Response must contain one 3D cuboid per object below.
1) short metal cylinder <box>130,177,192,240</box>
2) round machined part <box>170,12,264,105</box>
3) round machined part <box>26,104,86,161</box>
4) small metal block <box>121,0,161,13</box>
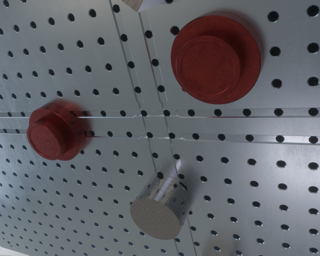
[{"bbox_3d":[0.002,0.121,0.469,0.080,0.050,0.079,13,124,21],"label":"short metal cylinder"},{"bbox_3d":[0.056,-0.069,0.328,0.098,0.042,0.097,13,124,21],"label":"round machined part"},{"bbox_3d":[-0.174,0.013,0.500,0.098,0.042,0.097,13,124,21],"label":"round machined part"},{"bbox_3d":[-0.010,-0.148,0.309,0.025,0.050,0.050,38,129,2],"label":"small metal block"}]
